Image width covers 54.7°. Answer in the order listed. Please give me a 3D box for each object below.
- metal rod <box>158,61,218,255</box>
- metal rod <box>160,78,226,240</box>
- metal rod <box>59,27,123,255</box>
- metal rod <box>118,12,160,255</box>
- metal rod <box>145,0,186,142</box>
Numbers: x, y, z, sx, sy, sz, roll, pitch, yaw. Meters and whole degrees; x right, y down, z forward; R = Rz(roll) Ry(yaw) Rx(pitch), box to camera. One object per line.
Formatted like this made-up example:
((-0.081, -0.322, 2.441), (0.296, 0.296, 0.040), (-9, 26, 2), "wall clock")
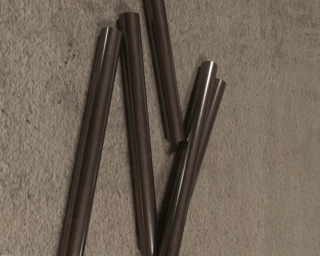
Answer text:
((0.040, 0.043, 0.423), (0.025, 0.025, 0.299), (29, 67, -37), "metal rod")
((0.042, 0.064, 0.442), (0.025, 0.025, 0.299), (32, 70, -36), "metal rod")
((-0.078, 0.035, 0.340), (0.025, 0.025, 0.298), (15, 81, -39), "metal rod")
((-0.025, 0.012, 0.385), (0.025, 0.025, 0.298), (-9, 96, -40), "metal rod")
((-0.001, -0.129, 0.405), (0.025, 0.025, 0.298), (-16, 100, -39), "metal rod")
